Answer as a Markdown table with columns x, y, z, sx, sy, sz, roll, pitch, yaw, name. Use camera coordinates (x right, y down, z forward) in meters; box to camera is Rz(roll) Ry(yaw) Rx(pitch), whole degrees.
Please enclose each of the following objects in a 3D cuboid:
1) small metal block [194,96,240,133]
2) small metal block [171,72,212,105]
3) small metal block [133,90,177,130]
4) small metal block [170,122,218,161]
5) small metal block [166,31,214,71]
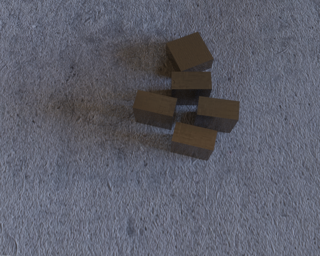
| x | y | z | sx | sy | sz | roll | pitch | yaw | name |
| --- | --- | --- | --- | --- | --- | --- | --- | --- | --- |
| 0.072 | -0.016 | 0.401 | 0.050 | 0.050 | 0.025 | 8 | 71 | 3 | small metal block |
| 0.040 | -0.052 | 0.414 | 0.050 | 0.050 | 0.025 | 0 | 70 | 0 | small metal block |
| -0.006 | -0.022 | 0.403 | 0.050 | 0.050 | 0.025 | 13 | 71 | 4 | small metal block |
| 0.041 | 0.018 | 0.389 | 0.050 | 0.050 | 0.025 | 13 | 71 | 4 | small metal block |
| 0.042 | -0.104 | 0.446 | 0.050 | 0.025 | 0.050 | -22 | 72 | -8 | small metal block |
